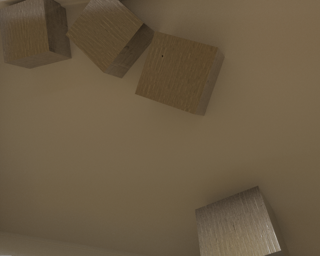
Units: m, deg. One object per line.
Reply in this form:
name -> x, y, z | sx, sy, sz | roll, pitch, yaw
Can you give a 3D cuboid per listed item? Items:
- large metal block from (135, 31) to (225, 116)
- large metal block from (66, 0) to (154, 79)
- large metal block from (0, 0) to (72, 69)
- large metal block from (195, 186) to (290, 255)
large metal block -> 0.026, -0.066, 0.388 | 0.080, 0.050, 0.080 | 21, 97, 18
large metal block -> -0.065, -0.127, 0.420 | 0.080, 0.050, 0.080 | 45, 104, 14
large metal block -> -0.186, -0.140, 0.463 | 0.080, 0.050, 0.080 | -8, 87, 19
large metal block -> 0.090, 0.123, 0.342 | 0.080, 0.080, 0.050 | -26, 123, 17
